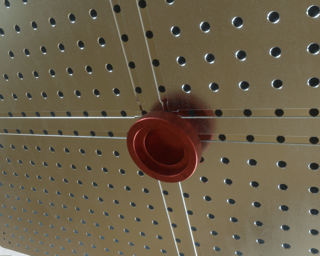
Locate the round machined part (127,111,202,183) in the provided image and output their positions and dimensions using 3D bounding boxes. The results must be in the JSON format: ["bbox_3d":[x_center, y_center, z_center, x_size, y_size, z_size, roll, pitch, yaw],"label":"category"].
[{"bbox_3d":[0.009,0.021,0.409,0.098,0.042,0.097,13,124,21],"label":"round machined part"}]
